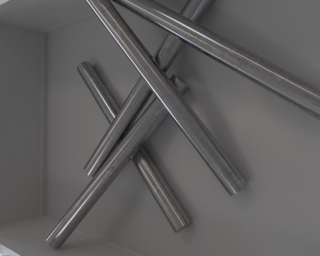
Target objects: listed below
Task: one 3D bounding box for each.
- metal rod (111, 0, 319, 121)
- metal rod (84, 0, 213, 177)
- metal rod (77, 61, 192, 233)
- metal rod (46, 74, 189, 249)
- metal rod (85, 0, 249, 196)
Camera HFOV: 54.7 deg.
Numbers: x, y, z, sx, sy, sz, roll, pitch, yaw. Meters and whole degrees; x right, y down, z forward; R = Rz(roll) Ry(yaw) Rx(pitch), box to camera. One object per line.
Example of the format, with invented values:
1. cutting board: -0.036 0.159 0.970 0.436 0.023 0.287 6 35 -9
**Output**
1. metal rod: 0.053 -0.091 0.332 0.300 0.025 0.025 37 113 23
2. metal rod: -0.017 -0.055 0.399 0.025 0.025 0.299 45 110 30
3. metal rod: -0.048 0.012 0.446 0.025 0.025 0.299 -49 61 29
4. metal rod: -0.064 0.054 0.418 0.299 0.025 0.025 -51 59 14
5. metal rod: 0.000 -0.052 0.364 0.025 0.025 0.299 -43 78 32
